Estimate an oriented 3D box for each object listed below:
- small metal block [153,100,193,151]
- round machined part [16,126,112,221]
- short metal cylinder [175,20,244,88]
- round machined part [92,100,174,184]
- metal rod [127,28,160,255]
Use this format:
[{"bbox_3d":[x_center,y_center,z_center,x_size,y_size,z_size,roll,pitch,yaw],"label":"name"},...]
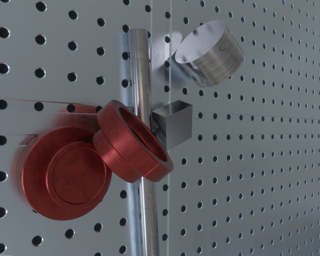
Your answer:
[{"bbox_3d":[0.017,-0.004,0.413,0.050,0.025,0.050,-26,127,-38],"label":"small metal block"},{"bbox_3d":[-0.091,0.047,0.322,0.099,0.042,0.097,0,90,-40],"label":"round machined part"},{"bbox_3d":[0.068,-0.103,0.431,0.050,0.080,0.080,43,64,-32],"label":"short metal cylinder"},{"bbox_3d":[-0.033,0.020,0.331,0.042,0.098,0.098,-41,121,8],"label":"round machined part"},{"bbox_3d":[-0.020,0.028,0.392,0.025,0.025,0.298,-5,94,-40],"label":"metal rod"}]
